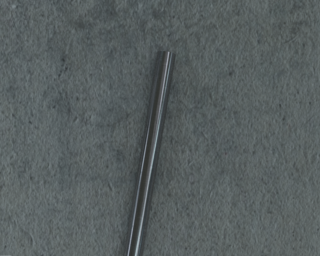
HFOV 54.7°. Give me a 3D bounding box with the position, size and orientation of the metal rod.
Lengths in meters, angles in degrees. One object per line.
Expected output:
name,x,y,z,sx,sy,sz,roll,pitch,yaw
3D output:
metal rod,-0.016,0.049,0.409,0.025,0.025,0.298,9,90,-1
